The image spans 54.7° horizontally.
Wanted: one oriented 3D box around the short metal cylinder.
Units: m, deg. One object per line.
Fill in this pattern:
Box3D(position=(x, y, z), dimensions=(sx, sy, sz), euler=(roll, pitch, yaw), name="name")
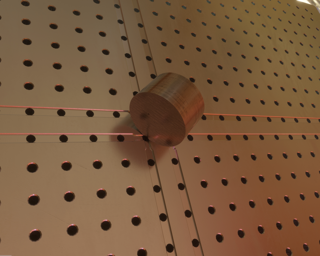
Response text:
Box3D(position=(0.009, -0.023, 0.392), dimensions=(0.080, 0.080, 0.050), euler=(42, 51, 0), name="short metal cylinder")
